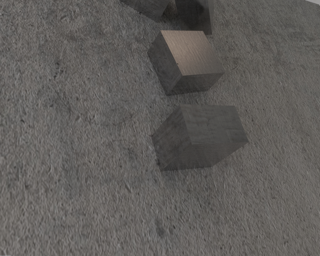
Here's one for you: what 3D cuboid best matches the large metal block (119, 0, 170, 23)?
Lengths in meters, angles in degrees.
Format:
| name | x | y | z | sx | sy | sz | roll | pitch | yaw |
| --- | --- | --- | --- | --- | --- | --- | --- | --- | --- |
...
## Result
| name | x | y | z | sx | sy | sz | roll | pitch | yaw |
| --- | --- | --- | --- | --- | --- | --- | --- | --- | --- |
| large metal block | -0.018 | -0.238 | 0.523 | 0.080 | 0.050 | 0.080 | 28 | 52 | -11 |

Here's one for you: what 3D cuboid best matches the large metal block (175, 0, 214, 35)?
| name | x | y | z | sx | sy | sz | roll | pitch | yaw |
| --- | --- | --- | --- | --- | --- | --- | --- | --- | --- |
| large metal block | 0.060 | -0.213 | 0.522 | 0.050 | 0.080 | 0.080 | -1 | 54 | 16 |

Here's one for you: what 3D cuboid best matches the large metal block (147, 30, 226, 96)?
| name | x | y | z | sx | sy | sz | roll | pitch | yaw |
| --- | --- | --- | --- | --- | --- | --- | --- | --- | --- |
| large metal block | 0.038 | -0.099 | 0.469 | 0.081 | 0.050 | 0.080 | -11 | 67 | -33 |

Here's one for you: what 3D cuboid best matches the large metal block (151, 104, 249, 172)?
| name | x | y | z | sx | sy | sz | roll | pitch | yaw |
| --- | --- | --- | --- | --- | --- | --- | --- | --- | --- |
| large metal block | 0.047 | 0.013 | 0.385 | 0.081 | 0.080 | 0.050 | -1 | 62 | -29 |
